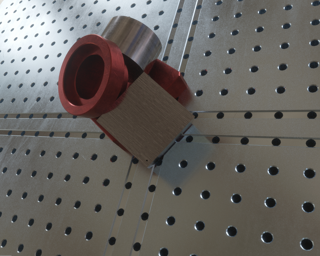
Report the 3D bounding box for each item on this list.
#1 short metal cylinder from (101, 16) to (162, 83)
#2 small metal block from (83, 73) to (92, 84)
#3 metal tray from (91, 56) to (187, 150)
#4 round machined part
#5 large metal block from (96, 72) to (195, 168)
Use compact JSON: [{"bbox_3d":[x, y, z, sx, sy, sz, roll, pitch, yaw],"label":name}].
[{"bbox_3d":[-0.044,-0.104,0.419,0.080,0.080,0.050,14,69,33],"label":"short metal cylinder"},{"bbox_3d":[-0.098,-0.050,0.432,0.025,0.050,0.050,21,73,35],"label":"small metal block"},{"bbox_3d":[-0.036,-0.042,0.449,0.130,0.030,0.090,-47,52,-5],"label":"metal tray"},{"bbox_3d":[-0.077,-0.060,0.377,0.098,0.042,0.097,-8,77,38],"label":"round machined part"},{"bbox_3d":[-0.016,-0.007,0.380,0.080,0.050,0.080,42,85,8],"label":"large metal block"}]
